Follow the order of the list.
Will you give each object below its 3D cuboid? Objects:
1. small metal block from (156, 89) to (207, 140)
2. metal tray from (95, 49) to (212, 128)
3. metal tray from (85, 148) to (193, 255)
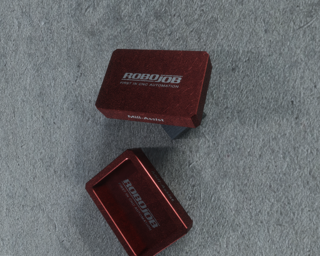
[{"bbox_3d":[0.023,-0.020,0.401,0.050,0.025,0.050,-41,77,15],"label":"small metal block"},{"bbox_3d":[-0.007,-0.053,0.391,0.130,0.030,0.090,7,70,20],"label":"metal tray"},{"bbox_3d":[-0.030,0.103,0.416,0.090,0.030,0.130,-40,78,15],"label":"metal tray"}]
